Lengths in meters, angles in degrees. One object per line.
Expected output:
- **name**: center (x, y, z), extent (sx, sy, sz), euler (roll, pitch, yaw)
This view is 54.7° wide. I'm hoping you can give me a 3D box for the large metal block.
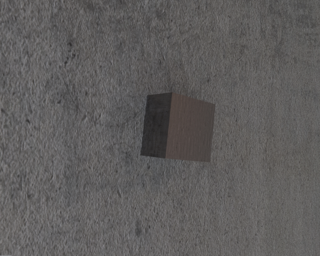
- **large metal block**: center (0.025, 0.002, 0.413), extent (0.081, 0.050, 0.080), euler (10, 84, -40)
